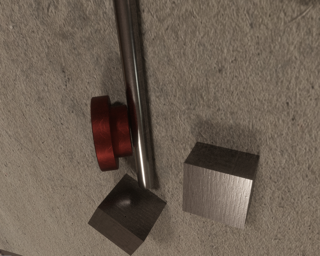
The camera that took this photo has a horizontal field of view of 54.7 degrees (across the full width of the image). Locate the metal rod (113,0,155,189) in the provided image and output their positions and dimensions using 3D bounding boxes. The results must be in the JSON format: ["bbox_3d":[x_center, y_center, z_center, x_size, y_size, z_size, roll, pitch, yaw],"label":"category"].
[{"bbox_3d":[-0.031,-0.045,0.394,0.025,0.025,0.298,9,123,23],"label":"metal rod"}]

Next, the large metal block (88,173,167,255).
[{"bbox_3d":[-0.049,0.131,0.476,0.080,0.080,0.050,36,129,4],"label":"large metal block"}]

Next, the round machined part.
[{"bbox_3d":[-0.060,0.005,0.404,0.042,0.098,0.097,-8,120,-5],"label":"round machined part"}]

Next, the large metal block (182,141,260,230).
[{"bbox_3d":[0.076,0.072,0.394,0.080,0.050,0.079,12,124,21],"label":"large metal block"}]
